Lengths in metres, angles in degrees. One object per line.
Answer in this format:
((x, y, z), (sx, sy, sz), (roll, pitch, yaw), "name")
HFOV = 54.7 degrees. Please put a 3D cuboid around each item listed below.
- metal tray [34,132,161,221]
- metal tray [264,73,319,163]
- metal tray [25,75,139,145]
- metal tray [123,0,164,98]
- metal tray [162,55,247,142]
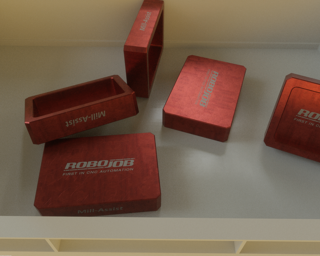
((-0.068, 0.053, 0.357), (0.131, 0.030, 0.090), (-4, 50, -4), "metal tray")
((0.202, -0.004, 0.366), (0.130, 0.089, 0.030), (18, 24, 14), "metal tray")
((-0.103, -0.029, 0.403), (0.131, 0.030, 0.090), (-18, 30, -15), "metal tray")
((-0.020, -0.120, 0.463), (0.030, 0.089, 0.130), (8, 51, 7), "metal tray")
((0.066, -0.047, 0.442), (0.090, 0.030, 0.130), (15, 51, 12), "metal tray")
